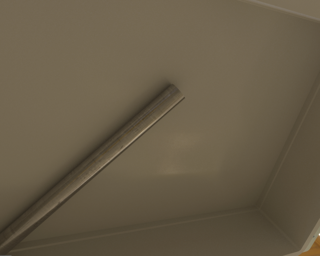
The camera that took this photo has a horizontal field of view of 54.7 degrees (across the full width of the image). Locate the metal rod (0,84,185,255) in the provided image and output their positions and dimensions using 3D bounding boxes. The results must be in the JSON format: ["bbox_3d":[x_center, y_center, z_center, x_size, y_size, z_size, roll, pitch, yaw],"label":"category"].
[{"bbox_3d":[-0.089,0.052,0.392,0.300,0.025,0.025,-41,130,0],"label":"metal rod"}]
